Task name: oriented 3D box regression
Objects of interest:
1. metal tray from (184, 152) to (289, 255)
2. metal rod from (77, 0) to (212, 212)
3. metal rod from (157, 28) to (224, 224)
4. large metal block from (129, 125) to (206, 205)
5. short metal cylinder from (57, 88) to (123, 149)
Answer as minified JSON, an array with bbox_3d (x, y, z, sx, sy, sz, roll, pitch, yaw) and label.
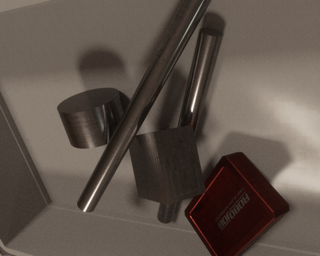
[{"bbox_3d":[0.089,0.105,0.394,0.090,0.030,0.129,53,136,32],"label":"metal tray"},{"bbox_3d":[-0.029,-0.015,0.361,0.025,0.025,0.298,33,112,6],"label":"metal rod"},{"bbox_3d":[0.030,0.021,0.404,0.025,0.025,0.298,21,126,15],"label":"metal rod"},{"bbox_3d":[0.005,0.043,0.378,0.080,0.050,0.080,-12,90,62],"label":"large metal block"},{"bbox_3d":[-0.087,-0.015,0.408,0.080,0.080,0.050,1,119,27],"label":"short metal cylinder"}]
